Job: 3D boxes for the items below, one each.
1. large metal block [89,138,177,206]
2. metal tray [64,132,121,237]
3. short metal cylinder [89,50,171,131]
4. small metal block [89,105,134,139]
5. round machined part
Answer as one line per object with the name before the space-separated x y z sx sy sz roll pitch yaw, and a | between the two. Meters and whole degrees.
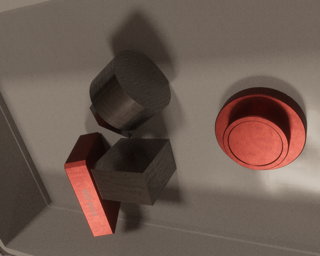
large metal block | -0.034 0.056 0.424 0.080 0.080 0.050 0 118 28
metal tray | -0.094 0.083 0.462 0.030 0.090 0.129 -11 115 6
short metal cylinder | -0.034 -0.043 0.363 0.080 0.080 0.050 49 128 -7
small metal block | -0.060 -0.016 0.415 0.050 0.025 0.050 22 157 14
round machined part | 0.109 0.007 0.344 0.098 0.042 0.097 13 124 20
